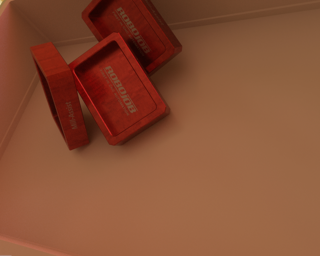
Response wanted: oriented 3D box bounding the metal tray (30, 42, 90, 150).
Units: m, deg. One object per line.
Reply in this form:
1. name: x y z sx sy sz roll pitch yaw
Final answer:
1. metal tray: -0.139 -0.042 0.436 0.030 0.129 0.090 -23 48 -21

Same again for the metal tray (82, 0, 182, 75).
1. metal tray: -0.041 -0.137 0.439 0.090 0.030 0.130 -34 92 31

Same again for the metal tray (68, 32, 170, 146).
1. metal tray: -0.058 -0.052 0.422 0.090 0.030 0.130 -33 81 9
